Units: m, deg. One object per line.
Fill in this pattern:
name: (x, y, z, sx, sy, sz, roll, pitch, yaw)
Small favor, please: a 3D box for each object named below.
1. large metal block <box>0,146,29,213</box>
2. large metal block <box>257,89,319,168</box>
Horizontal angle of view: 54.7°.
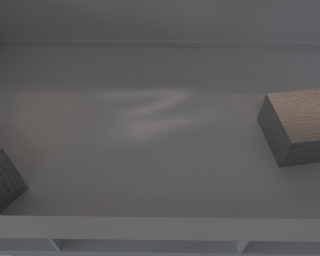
large metal block: (-0.200, 0.042, 0.333, 0.080, 0.080, 0.050, 29, 56, 22)
large metal block: (0.181, -0.002, 0.391, 0.081, 0.050, 0.080, -6, 50, -5)
